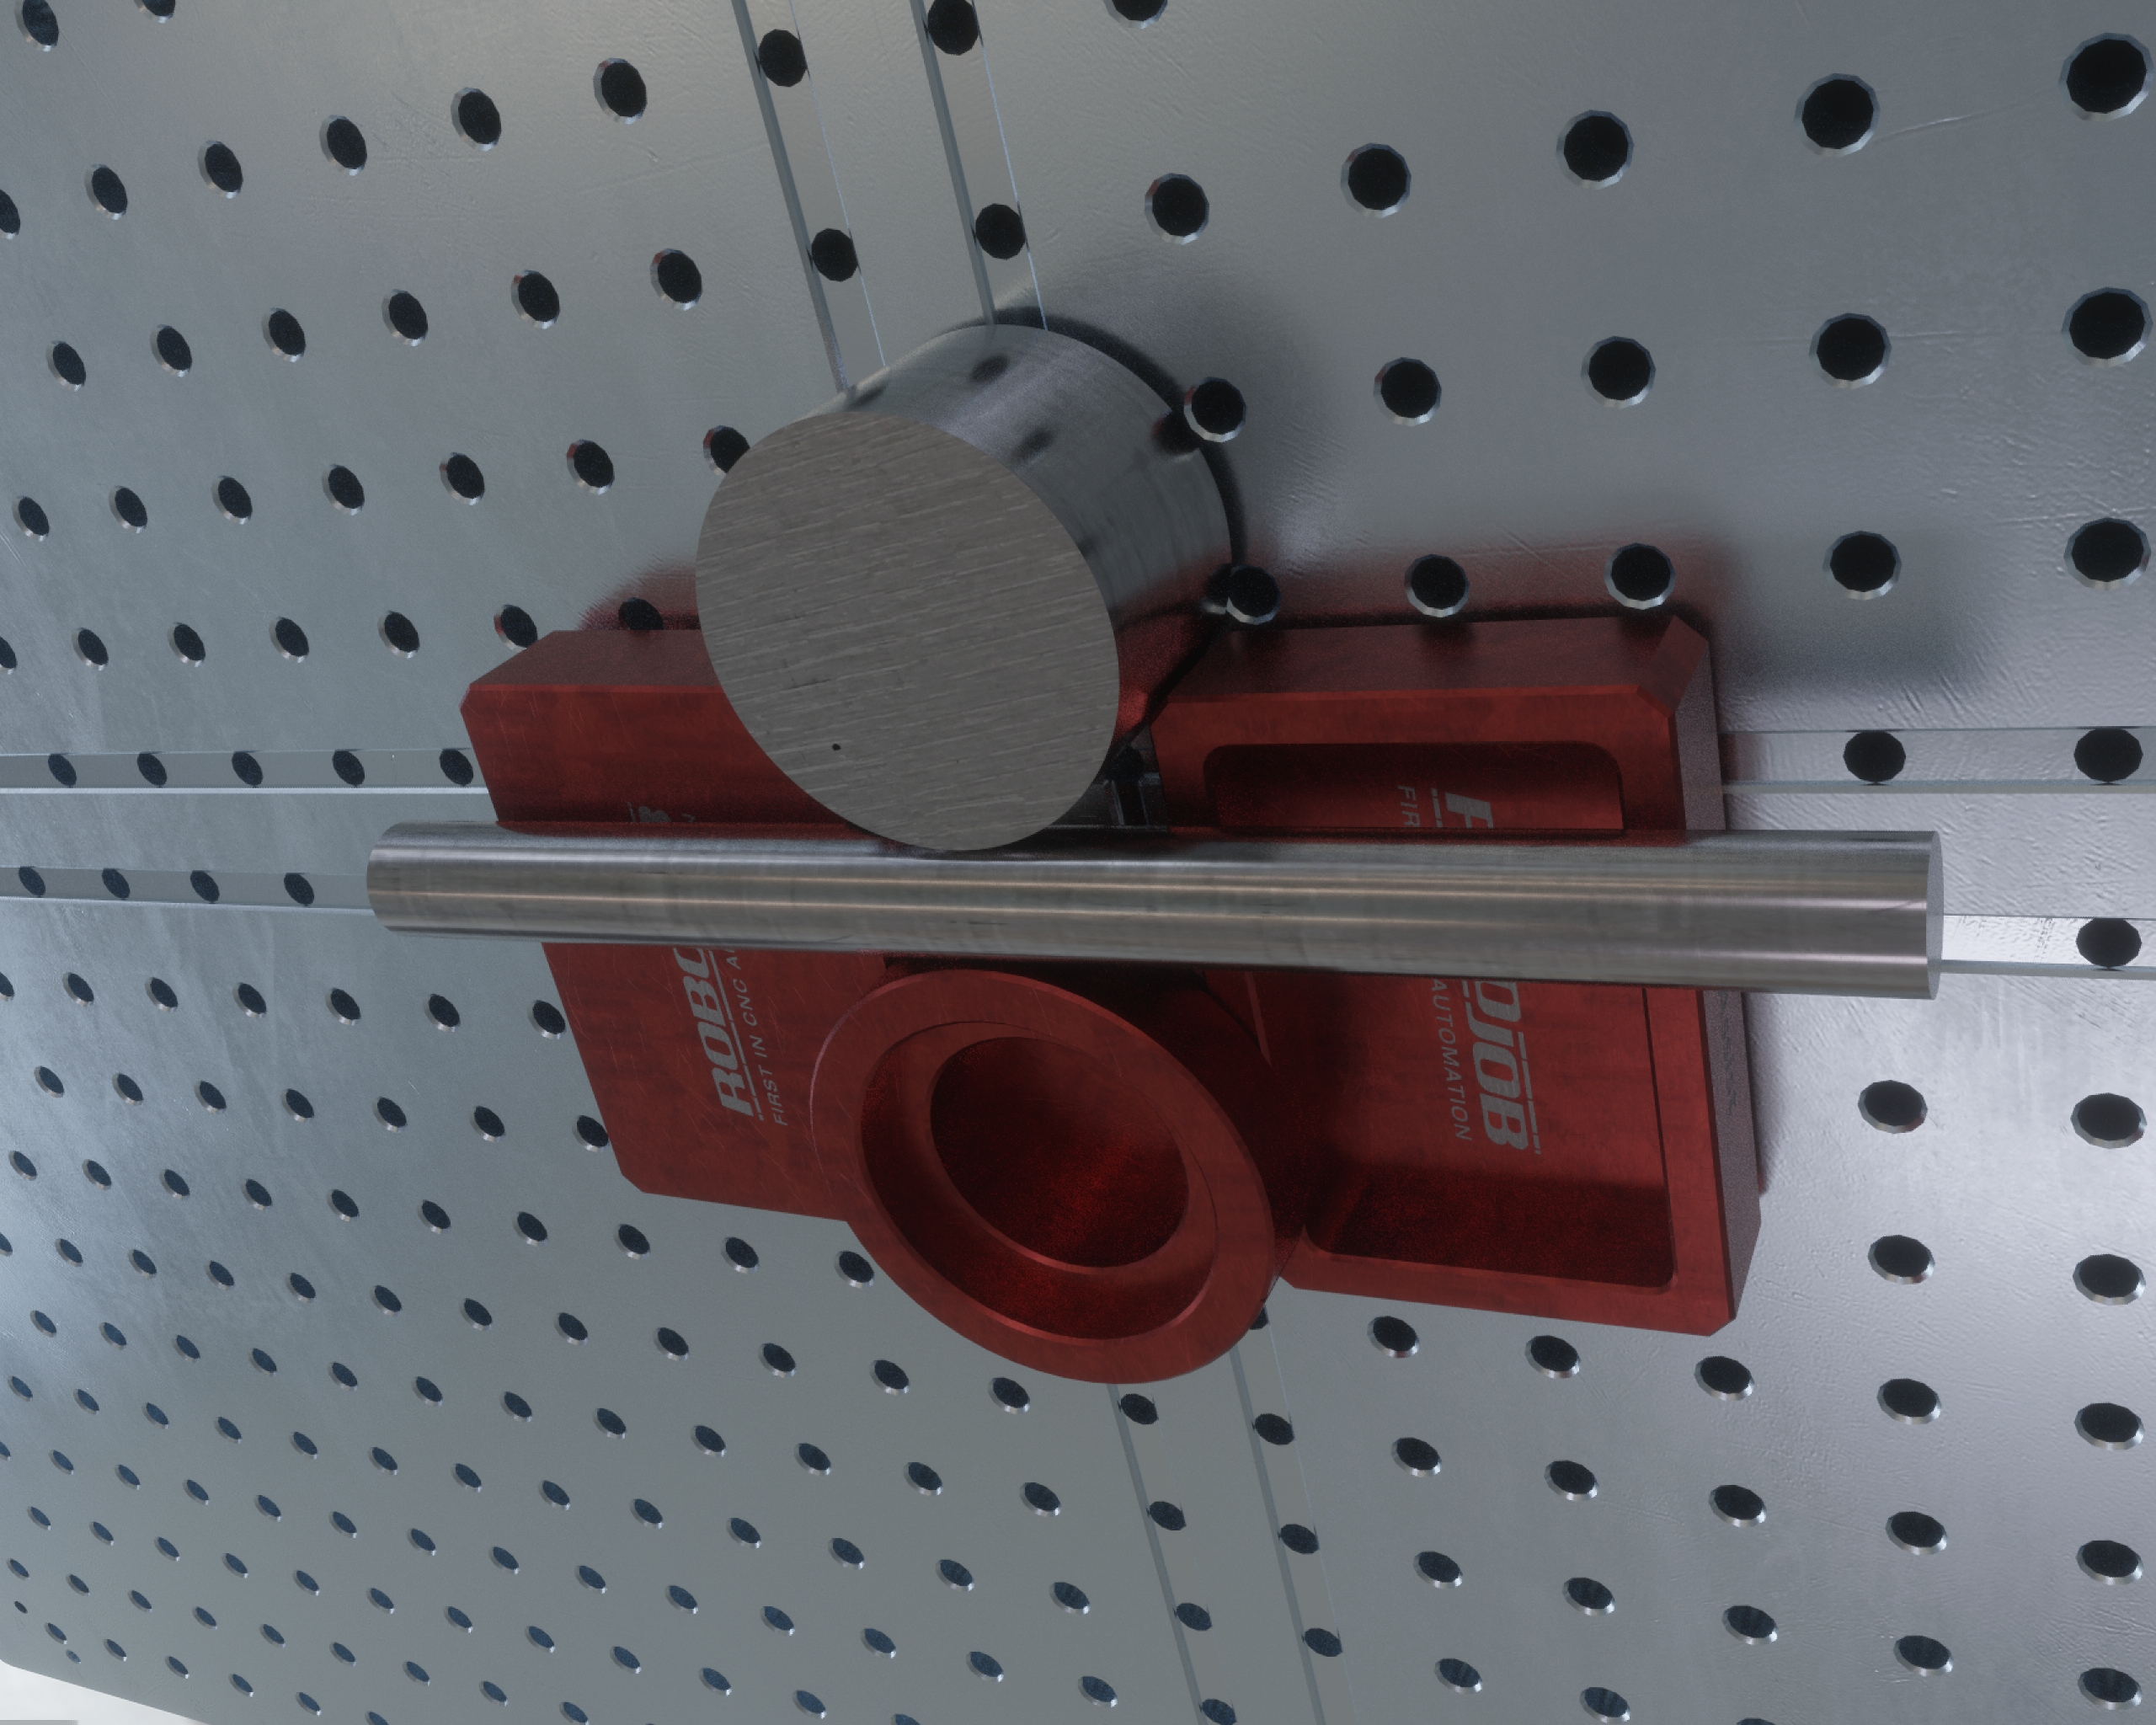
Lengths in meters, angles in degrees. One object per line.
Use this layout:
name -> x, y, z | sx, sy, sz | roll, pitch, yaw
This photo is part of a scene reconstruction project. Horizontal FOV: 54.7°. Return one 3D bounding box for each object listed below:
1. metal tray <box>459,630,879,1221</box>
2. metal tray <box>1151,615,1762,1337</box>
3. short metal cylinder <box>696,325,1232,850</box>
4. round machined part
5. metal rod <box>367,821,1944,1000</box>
metal tray -> -0.071, 0.015, 0.448 | 0.090, 0.030, 0.129 | 3, 120, 27
metal tray -> 0.071, 0.022, 0.379 | 0.090, 0.030, 0.129 | 1, 119, 27
short metal cylinder -> -0.019, -0.049, 0.370 | 0.080, 0.050, 0.079 | 13, 124, 21
round machined part -> 0.000, 0.053, 0.416 | 0.098, 0.042, 0.097 | 13, 124, 21
metal rod -> -0.008, 0.006, 0.374 | 0.300, 0.025, 0.025 | 1, 119, 27
